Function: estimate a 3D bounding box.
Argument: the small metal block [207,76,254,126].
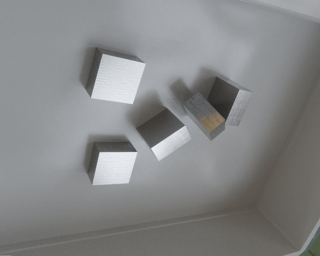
[{"bbox_3d":[0.092,-0.037,0.422,0.025,0.050,0.050,5,115,-32],"label":"small metal block"}]

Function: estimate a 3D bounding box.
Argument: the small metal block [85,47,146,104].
[{"bbox_3d":[-0.050,-0.058,0.347,0.050,0.025,0.050,6,115,-32],"label":"small metal block"}]

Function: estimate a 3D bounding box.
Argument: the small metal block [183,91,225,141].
[{"bbox_3d":[0.059,-0.014,0.406,0.025,0.050,0.050,-40,162,-1],"label":"small metal block"}]

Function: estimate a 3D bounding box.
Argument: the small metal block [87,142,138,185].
[{"bbox_3d":[-0.063,0.046,0.404,0.050,0.025,0.050,2,117,-30],"label":"small metal block"}]

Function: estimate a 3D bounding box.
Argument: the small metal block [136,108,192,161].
[{"bbox_3d":[0.004,0.007,0.401,0.050,0.050,0.025,-34,129,-7],"label":"small metal block"}]
